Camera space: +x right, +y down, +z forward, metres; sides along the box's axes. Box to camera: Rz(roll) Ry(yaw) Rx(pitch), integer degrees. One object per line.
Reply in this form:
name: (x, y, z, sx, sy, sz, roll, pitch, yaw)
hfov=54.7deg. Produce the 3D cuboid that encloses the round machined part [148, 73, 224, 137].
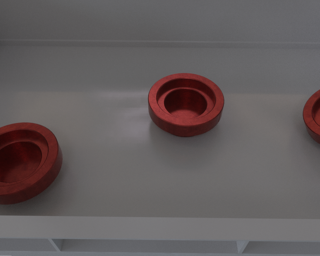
round machined part: (0.034, -0.026, 0.416, 0.099, 0.042, 0.098, 0, 50, 0)

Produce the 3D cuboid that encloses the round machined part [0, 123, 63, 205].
round machined part: (-0.162, 0.044, 0.356, 0.099, 0.042, 0.098, 0, 50, 0)

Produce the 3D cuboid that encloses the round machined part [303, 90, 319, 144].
round machined part: (0.236, -0.011, 0.387, 0.098, 0.042, 0.098, -21, 41, 20)
